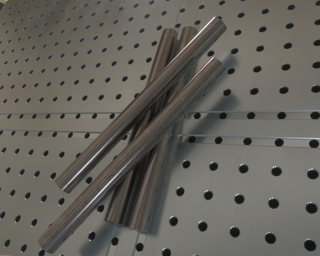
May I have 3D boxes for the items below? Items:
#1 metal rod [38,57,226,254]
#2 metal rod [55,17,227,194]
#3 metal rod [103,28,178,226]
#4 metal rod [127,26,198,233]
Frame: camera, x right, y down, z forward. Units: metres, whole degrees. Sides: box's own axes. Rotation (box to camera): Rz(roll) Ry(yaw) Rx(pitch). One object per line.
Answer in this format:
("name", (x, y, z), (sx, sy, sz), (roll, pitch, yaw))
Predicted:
("metal rod", (-0.030, 0.029, 0.375), (0.300, 0.025, 0.025), (-46, 51, -5))
("metal rod", (-0.022, -0.033, 0.410), (0.300, 0.025, 0.025), (-46, 51, -5))
("metal rod", (-0.020, -0.018, 0.431), (0.025, 0.025, 0.300), (1, 62, 29))
("metal rod", (0.010, -0.016, 0.414), (0.025, 0.025, 0.300), (1, 62, 29))
